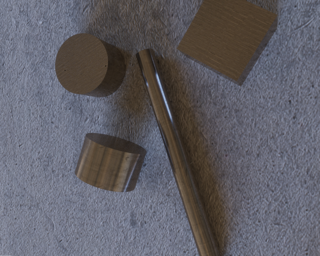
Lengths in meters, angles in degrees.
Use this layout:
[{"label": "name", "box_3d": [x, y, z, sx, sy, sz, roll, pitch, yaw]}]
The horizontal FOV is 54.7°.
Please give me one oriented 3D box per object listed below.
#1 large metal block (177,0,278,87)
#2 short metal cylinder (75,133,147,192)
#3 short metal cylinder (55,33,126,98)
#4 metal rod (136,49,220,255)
[{"label": "large metal block", "box_3d": [0.080, -0.106, 0.367, 0.080, 0.050, 0.080, 33, 100, 16]}, {"label": "short metal cylinder", "box_3d": [-0.063, 0.043, 0.401, 0.080, 0.080, 0.050, 20, 97, 18]}, {"label": "short metal cylinder", "box_3d": [-0.095, -0.084, 0.428, 0.080, 0.050, 0.079, 0, 90, 19]}, {"label": "metal rod", "box_3d": [0.024, 0.041, 0.399, 0.025, 0.025, 0.299, -20, 84, 18]}]
